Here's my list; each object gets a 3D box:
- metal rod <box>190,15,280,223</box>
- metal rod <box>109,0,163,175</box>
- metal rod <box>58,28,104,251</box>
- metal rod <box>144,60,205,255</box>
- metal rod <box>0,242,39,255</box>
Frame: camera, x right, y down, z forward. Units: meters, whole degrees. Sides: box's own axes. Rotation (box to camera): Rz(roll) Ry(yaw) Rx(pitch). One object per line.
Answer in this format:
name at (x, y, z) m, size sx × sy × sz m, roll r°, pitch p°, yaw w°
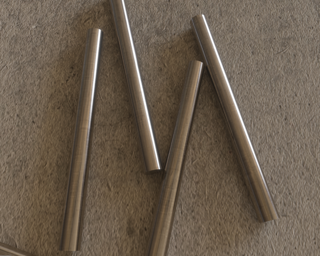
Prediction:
metal rod at (0.094, -0.026, 0.418) m, size 0.025 × 0.025 × 0.299 m, roll -13°, pitch 71°, yaw -5°
metal rod at (-0.040, -0.082, 0.437) m, size 0.025 × 0.025 × 0.299 m, roll -12°, pitch 70°, yaw -4°
metal rod at (-0.100, 0.000, 0.407) m, size 0.025 × 0.025 × 0.299 m, roll 2°, pitch 70°, yaw 0°
metal rod at (0.018, 0.048, 0.390) m, size 0.025 × 0.025 × 0.299 m, roll 12°, pitch 70°, yaw 4°
metal rod at (-0.184, 0.144, 0.353) m, size 0.301 × 0.025 × 0.025 m, roll 17°, pitch 71°, yaw 6°
